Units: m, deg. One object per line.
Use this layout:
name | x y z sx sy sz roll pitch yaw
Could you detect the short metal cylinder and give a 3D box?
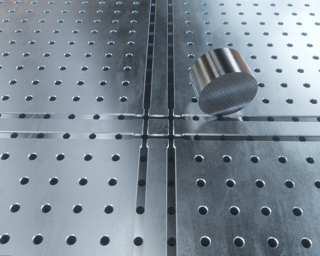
short metal cylinder | 0.085 -0.061 0.424 0.080 0.080 0.050 -8 51 -7
